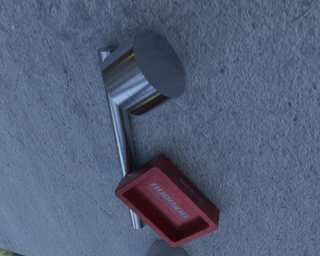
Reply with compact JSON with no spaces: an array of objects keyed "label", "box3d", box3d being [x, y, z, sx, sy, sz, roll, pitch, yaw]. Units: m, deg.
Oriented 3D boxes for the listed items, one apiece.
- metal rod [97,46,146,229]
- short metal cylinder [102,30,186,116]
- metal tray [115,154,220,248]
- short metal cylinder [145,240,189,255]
[{"label":"metal rod","box3d":[-0.051,0.032,0.453,0.025,0.025,0.298,8,122,24]},{"label":"short metal cylinder","box3d":[-0.016,-0.060,0.343,0.050,0.080,0.080,-26,104,37]},{"label":"metal tray","box3d":[0.011,0.108,0.446,0.090,0.030,0.130,-36,105,30]},{"label":"short metal cylinder","box3d":[0.009,0.242,0.536,0.080,0.050,0.079,13,124,21]}]
